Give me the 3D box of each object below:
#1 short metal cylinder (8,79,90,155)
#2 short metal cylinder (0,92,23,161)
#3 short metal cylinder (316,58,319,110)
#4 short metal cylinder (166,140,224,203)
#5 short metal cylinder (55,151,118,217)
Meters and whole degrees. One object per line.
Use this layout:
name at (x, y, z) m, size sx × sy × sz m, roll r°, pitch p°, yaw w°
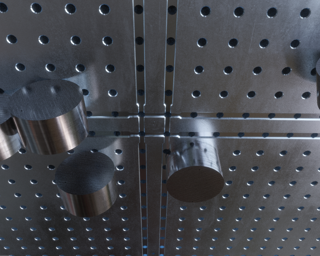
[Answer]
short metal cylinder at (-0.127, -0.015, 0.361) m, size 0.081 × 0.080 × 0.050 m, roll 0°, pitch 130°, yaw 0°
short metal cylinder at (-0.210, -0.002, 0.371) m, size 0.081 × 0.080 × 0.050 m, roll 3°, pitch 130°, yaw -3°
short metal cylinder at (0.215, -0.050, 0.337) m, size 0.080 × 0.080 × 0.050 m, roll -15°, pitch 129°, yaw 12°
short metal cylinder at (0.049, 0.064, 0.451) m, size 0.081 × 0.050 × 0.079 m, roll -1°, pitch 130°, yaw 0°
short metal cylinder at (-0.103, 0.079, 0.441) m, size 0.081 × 0.080 × 0.050 m, roll 0°, pitch 130°, yaw -1°
